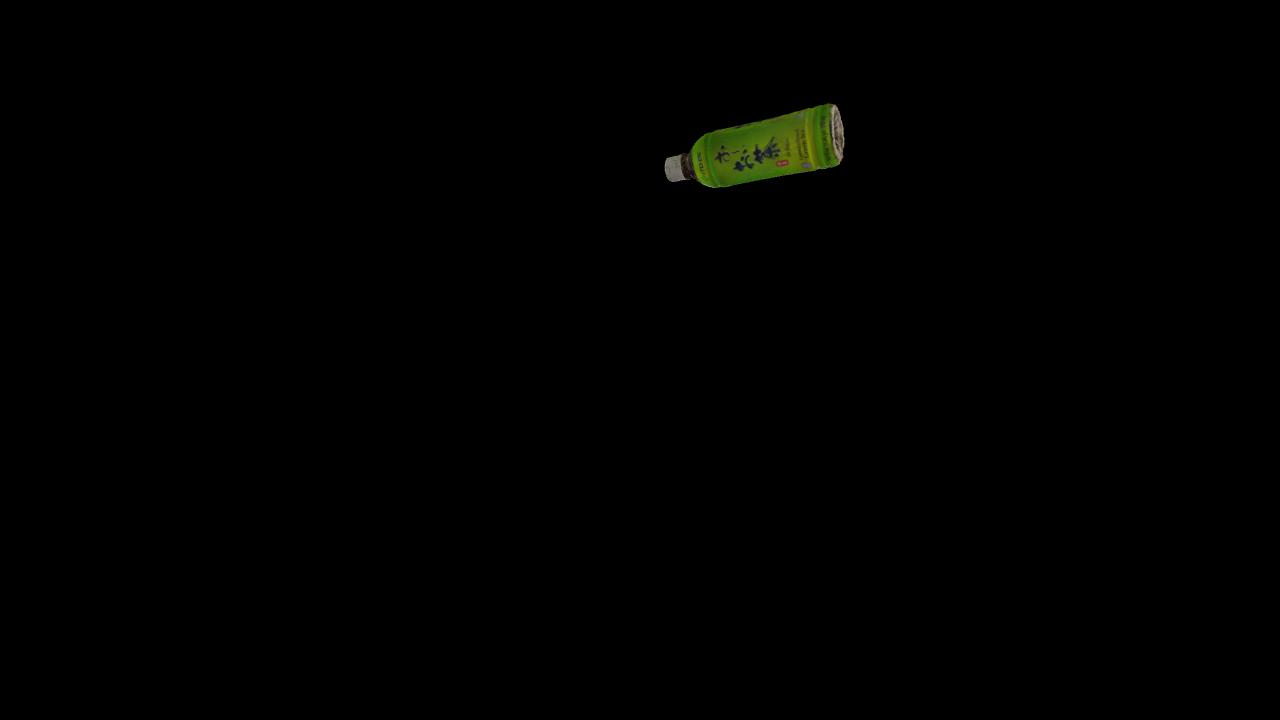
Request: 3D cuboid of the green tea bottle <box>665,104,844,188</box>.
[{"bbox_3d":[0.130,-0.246,0.736,0.212,0.073,0.073,-5,-2,29],"label":"green tea bottle"}]
